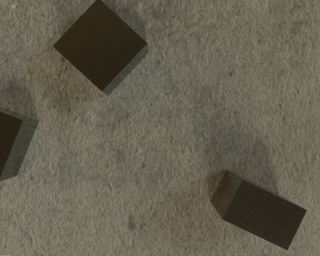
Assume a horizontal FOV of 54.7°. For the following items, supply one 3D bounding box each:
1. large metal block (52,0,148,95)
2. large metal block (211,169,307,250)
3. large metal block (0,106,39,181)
[{"bbox_3d":[-0.072,-0.100,0.396,0.080,0.050,0.080,43,90,-1],"label":"large metal block"},{"bbox_3d":[0.117,0.096,0.384,0.080,0.080,0.050,26,90,-1],"label":"large metal block"},{"bbox_3d":[-0.216,0.013,0.395,0.080,0.050,0.080,21,90,-1],"label":"large metal block"}]
